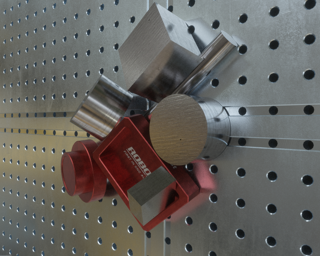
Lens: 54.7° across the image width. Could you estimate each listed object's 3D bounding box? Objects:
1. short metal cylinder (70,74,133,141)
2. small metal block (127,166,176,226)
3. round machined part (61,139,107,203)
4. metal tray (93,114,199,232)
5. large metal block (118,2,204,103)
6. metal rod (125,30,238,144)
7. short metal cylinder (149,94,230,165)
[{"bbox_3d":[-0.082,-0.029,0.434,0.080,0.050,0.080,-49,18,22],"label":"short metal cylinder"},{"bbox_3d":[-0.009,0.080,0.362,0.025,0.050,0.050,41,150,30],"label":"small metal block"},{"bbox_3d":[-0.124,0.068,0.483,0.098,0.042,0.097,14,107,54],"label":"round machined part"},{"bbox_3d":[-0.022,0.058,0.406,0.090,0.030,0.130,-45,76,31],"label":"metal tray"},{"bbox_3d":[-0.003,-0.091,0.380,0.080,0.050,0.080,-44,44,31],"label":"large metal block"},{"bbox_3d":[-0.013,-0.009,0.422,0.299,0.025,0.025,-45,63,31],"label":"metal rod"},{"bbox_3d":[0.034,0.002,0.364,0.080,0.050,0.079,0,90,40],"label":"short metal cylinder"}]
